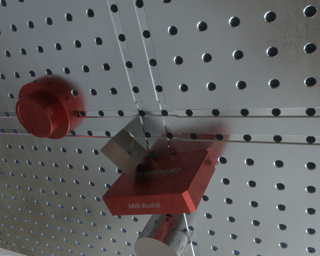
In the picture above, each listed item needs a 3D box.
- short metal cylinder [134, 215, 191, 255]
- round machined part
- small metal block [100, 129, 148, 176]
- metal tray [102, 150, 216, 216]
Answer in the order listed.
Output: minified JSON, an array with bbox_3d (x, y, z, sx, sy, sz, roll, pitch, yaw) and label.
[{"bbox_3d":[0.005,0.191,0.509,0.080,0.050,0.079,13,124,20],"label":"short metal cylinder"},{"bbox_3d":[-0.181,-0.024,0.478,0.098,0.042,0.097,13,124,20],"label":"round machined part"},{"bbox_3d":[-0.049,0.033,0.436,0.050,0.050,0.025,43,108,-2],"label":"small metal block"},{"bbox_3d":[-0.001,0.074,0.413,0.130,0.090,0.030,-12,112,33],"label":"metal tray"}]
